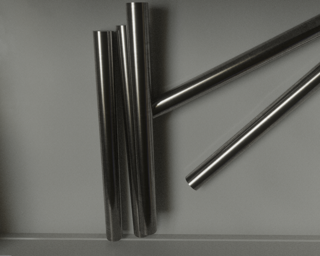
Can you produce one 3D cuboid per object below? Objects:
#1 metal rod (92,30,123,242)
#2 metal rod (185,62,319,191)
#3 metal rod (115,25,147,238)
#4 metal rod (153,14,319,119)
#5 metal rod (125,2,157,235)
[{"bbox_3d":[-0.068,0.024,0.419,0.025,0.025,0.298,0,110,0],"label":"metal rod"},{"bbox_3d":[0.151,-0.020,0.404,0.299,0.025,0.025,-43,105,14],"label":"metal rod"},{"bbox_3d":[-0.034,0.018,0.417,0.025,0.025,0.298,-2,110,1],"label":"metal rod"},{"bbox_3d":[0.121,-0.088,0.379,0.301,0.025,0.025,-26,108,9],"label":"metal rod"},{"bbox_3d":[-0.021,0.004,0.388,0.025,0.025,0.298,-2,110,0],"label":"metal rod"}]
